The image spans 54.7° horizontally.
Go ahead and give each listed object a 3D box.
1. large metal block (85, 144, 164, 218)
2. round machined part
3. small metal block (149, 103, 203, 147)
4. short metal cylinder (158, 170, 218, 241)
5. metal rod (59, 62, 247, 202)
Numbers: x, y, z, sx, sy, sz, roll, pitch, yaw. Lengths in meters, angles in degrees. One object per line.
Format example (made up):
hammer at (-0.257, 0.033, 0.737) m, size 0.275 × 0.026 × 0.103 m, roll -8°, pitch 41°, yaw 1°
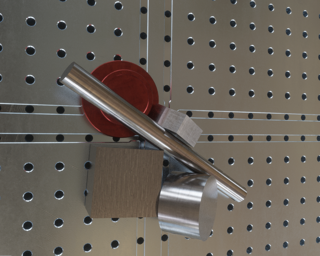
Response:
large metal block at (-0.045, 0.064, 0.381) m, size 0.081 × 0.050 × 0.080 m, roll 5°, pitch 88°, yaw -20°
round machined part at (-0.047, -0.036, 0.387) m, size 0.099 × 0.042 × 0.097 m, roll 0°, pitch 90°, yaw -21°
small metal block at (0.019, -0.003, 0.397) m, size 0.025 × 0.050 × 0.050 m, roll -60°, pitch 142°, yaw -7°
short metal cylinder at (0.038, 0.097, 0.392) m, size 0.080 × 0.050 × 0.079 m, roll 4°, pitch 90°, yaw -65°
metal rod at (0.012, 0.021, 0.384) m, size 0.301 × 0.025 × 0.025 m, roll 36°, pitch 78°, yaw -30°
